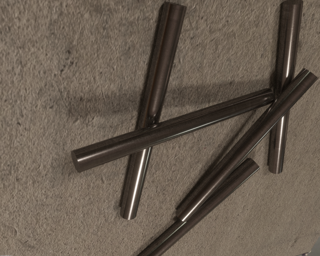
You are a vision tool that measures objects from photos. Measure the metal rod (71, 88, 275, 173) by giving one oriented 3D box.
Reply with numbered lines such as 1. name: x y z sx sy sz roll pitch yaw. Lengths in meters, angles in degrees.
1. metal rod: 0.037 -0.006 0.399 0.302 0.025 0.025 -18 126 -28

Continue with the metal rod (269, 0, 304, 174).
1. metal rod: 0.193 -0.044 0.488 0.025 0.025 0.298 -21 127 -16

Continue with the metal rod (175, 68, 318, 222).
1. metal rod: 0.125 0.035 0.481 0.025 0.025 0.299 26 110 -38

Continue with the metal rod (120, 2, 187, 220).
1. metal rod: -0.015 -0.003 0.398 0.025 0.025 0.298 -1 119 -28

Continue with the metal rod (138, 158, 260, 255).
1. metal rod: 0.052 0.160 0.536 0.300 0.025 0.025 -41 130 0
